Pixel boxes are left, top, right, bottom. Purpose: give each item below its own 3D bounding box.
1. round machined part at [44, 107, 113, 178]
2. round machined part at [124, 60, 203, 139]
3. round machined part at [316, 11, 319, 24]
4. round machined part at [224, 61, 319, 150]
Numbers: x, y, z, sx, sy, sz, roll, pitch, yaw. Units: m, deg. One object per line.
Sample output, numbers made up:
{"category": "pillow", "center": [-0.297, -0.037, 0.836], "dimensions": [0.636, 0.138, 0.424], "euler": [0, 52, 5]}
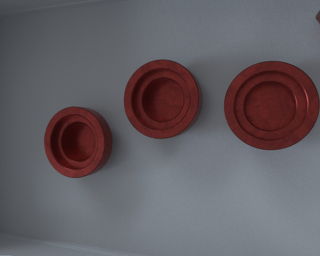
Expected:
{"category": "round machined part", "center": [-0.111, 0.019, 0.441], "dimensions": [0.098, 0.042, 0.097], "euler": [0, 90, 20]}
{"category": "round machined part", "center": [0.007, -0.035, 0.399], "dimensions": [0.098, 0.042, 0.097], "euler": [0, 90, 20]}
{"category": "round machined part", "center": [0.210, -0.124, 0.301], "dimensions": [0.098, 0.098, 0.042], "euler": [-40, 97, 16]}
{"category": "round machined part", "center": [0.126, -0.024, 0.357], "dimensions": [0.098, 0.042, 0.097], "euler": [0, 90, 20]}
